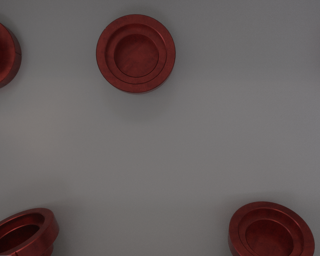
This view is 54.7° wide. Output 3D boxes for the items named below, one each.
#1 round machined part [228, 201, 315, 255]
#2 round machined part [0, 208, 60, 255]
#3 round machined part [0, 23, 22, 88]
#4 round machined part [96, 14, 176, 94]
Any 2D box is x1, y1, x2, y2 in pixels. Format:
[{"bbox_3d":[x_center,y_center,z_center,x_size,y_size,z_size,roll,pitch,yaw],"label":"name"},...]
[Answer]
[{"bbox_3d":[0.134,0.143,0.386,0.099,0.098,0.042,-4,128,0],"label":"round machined part"},{"bbox_3d":[-0.170,0.144,0.376,0.099,0.098,0.042,-16,107,0],"label":"round machined part"},{"bbox_3d":[-0.237,-0.098,0.399,0.099,0.042,0.097,0,90,-3],"label":"round machined part"},{"bbox_3d":[-0.030,-0.092,0.402,0.099,0.042,0.097,0,90,0],"label":"round machined part"}]
